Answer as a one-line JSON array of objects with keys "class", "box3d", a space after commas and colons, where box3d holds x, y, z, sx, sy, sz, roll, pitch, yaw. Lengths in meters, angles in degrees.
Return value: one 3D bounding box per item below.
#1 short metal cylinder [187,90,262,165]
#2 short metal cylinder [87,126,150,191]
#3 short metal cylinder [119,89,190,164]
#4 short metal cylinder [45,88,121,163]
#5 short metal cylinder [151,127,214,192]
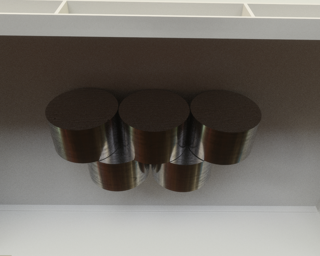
[{"class": "short metal cylinder", "box3d": [0.074, -0.002, 0.369, 0.081, 0.080, 0.050, 1, 130, -1]}, {"class": "short metal cylinder", "box3d": [-0.053, 0.034, 0.399, 0.081, 0.080, 0.050, 1, 130, -1]}, {"class": "short metal cylinder", "box3d": [-0.007, -0.003, 0.368, 0.081, 0.080, 0.050, 1, 130, -1]}, {"class": "short metal cylinder", "box3d": [-0.088, -0.004, 0.366, 0.081, 0.080, 0.050, 1, 130, -1]}, {"class": "short metal cylinder", "box3d": [0.029, 0.036, 0.401, 0.081, 0.080, 0.050, 1, 130, -1]}]
